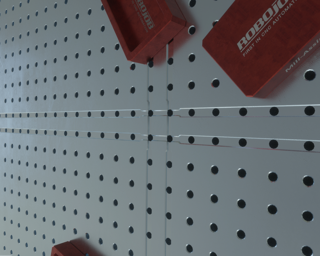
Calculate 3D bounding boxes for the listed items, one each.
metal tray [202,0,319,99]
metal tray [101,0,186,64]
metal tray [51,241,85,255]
[{"bbox_3d":[0.114,-0.104,0.312,0.129,0.030,0.090,-49,61,29],"label":"metal tray"},{"bbox_3d":[-0.029,-0.167,0.430,0.090,0.030,0.130,-37,67,34],"label":"metal tray"},{"bbox_3d":[-0.159,0.279,0.539,0.090,0.030,0.129,20,103,38],"label":"metal tray"}]
